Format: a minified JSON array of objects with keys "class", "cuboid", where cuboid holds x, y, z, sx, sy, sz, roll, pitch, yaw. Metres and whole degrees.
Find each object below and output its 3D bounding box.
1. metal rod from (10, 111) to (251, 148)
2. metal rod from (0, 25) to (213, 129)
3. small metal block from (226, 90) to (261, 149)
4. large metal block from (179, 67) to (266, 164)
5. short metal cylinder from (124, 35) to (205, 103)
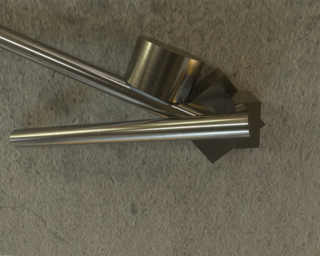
[{"class":"metal rod","cuboid":[-0.052,0.005,0.355,0.301,0.025,0.025,-4,112,23]},{"class":"metal rod","cuboid":[-0.076,-0.059,0.358,0.301,0.025,0.025,23,109,3]},{"class":"small metal block","cuboid":[0.090,-0.011,0.339,0.025,0.050,0.050,-4,110,2]},{"class":"large metal block","cuboid":[0.070,-0.016,0.391,0.080,0.050,0.080,-39,105,14]},{"class":"short metal cylinder","cuboid":[0.005,-0.068,0.358,0.080,0.080,0.050,20,109,-8]}]
